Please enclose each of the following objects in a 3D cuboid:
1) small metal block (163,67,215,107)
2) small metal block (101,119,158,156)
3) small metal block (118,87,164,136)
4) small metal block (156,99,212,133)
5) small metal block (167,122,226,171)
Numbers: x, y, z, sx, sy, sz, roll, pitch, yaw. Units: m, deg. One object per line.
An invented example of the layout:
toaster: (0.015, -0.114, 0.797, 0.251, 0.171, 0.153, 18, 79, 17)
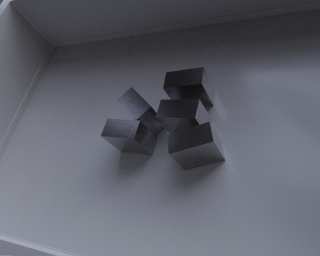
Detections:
small metal block: (0.039, -0.050, 0.399, 0.050, 0.050, 0.025, -4, 60, 26)
small metal block: (-0.039, 0.012, 0.401, 0.050, 0.050, 0.025, 3, 64, 29)
small metal block: (-0.023, -0.020, 0.413, 0.025, 0.050, 0.050, -43, 51, -1)
small metal block: (0.030, -0.011, 0.380, 0.050, 0.050, 0.025, 2, 63, 29)
small metal block: (0.042, 0.022, 0.353, 0.050, 0.050, 0.025, -18, 55, 18)
